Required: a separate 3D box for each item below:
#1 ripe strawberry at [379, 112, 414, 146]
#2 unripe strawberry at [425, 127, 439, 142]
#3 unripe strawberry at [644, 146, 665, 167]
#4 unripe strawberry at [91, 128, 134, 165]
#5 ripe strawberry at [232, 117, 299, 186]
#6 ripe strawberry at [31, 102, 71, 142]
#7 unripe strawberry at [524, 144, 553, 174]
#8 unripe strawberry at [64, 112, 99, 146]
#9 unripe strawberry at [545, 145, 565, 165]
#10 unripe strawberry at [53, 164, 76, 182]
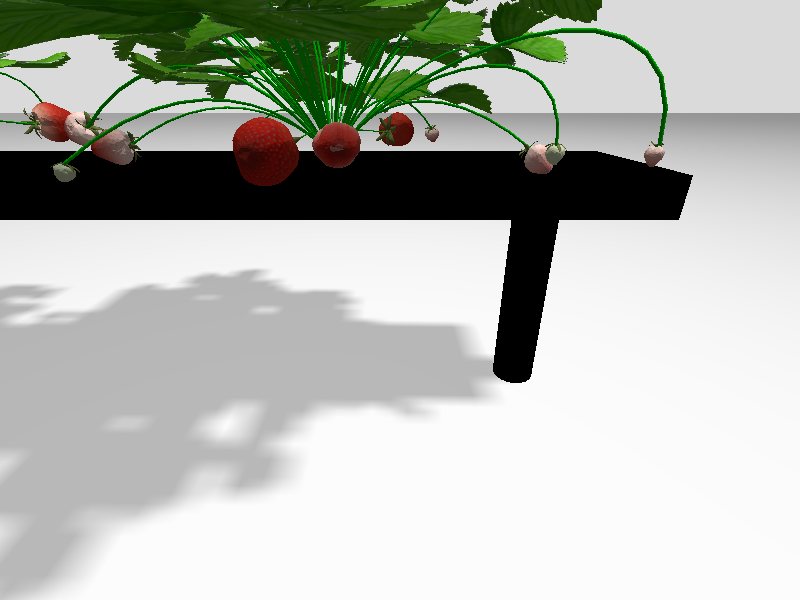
[{"bbox_3d":[-0.002,-0.172,0.403,0.036,0.031,0.036,15,30,28],"label":"ripe strawberry"},{"bbox_3d":[0.038,-0.192,0.466,0.016,0.016,0.017,15,-27,28],"label":"unripe strawberry"},{"bbox_3d":[0.154,-0.087,0.243,0.010,0.012,0.012,11,29,21],"label":"unripe strawberry"},{"bbox_3d":[-0.204,-0.108,0.284,0.025,0.024,0.027,-10,28,-15],"label":"unripe strawberry"},{"bbox_3d":[-0.075,-0.080,0.219,0.034,0.036,0.037,4,27,9],"label":"ripe strawberry"},{"bbox_3d":[-0.400,-0.208,0.470,0.041,0.043,0.044,16,30,29],"label":"ripe strawberry"},{"bbox_3d":[0.088,-0.088,0.253,0.017,0.019,0.019,-44,-4,39],"label":"unripe strawberry"},{"bbox_3d":[-0.326,-0.174,0.409,0.030,0.032,0.028,-2,24,22],"label":"unripe strawberry"},{"bbox_3d":[0.094,-0.088,0.244,0.011,0.011,0.011,15,30,28],"label":"unripe strawberry"},{"bbox_3d":[-0.192,-0.072,0.229,0.010,0.010,0.009,12,11,-45],"label":"unripe strawberry"}]
